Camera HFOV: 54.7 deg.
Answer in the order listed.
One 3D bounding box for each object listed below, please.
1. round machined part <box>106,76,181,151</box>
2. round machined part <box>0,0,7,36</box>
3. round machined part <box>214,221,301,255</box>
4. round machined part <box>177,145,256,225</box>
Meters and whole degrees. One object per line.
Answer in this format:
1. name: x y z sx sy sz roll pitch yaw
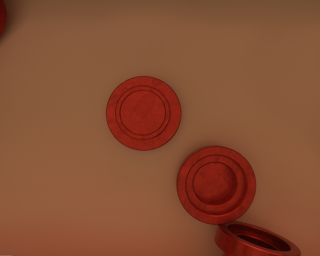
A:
1. round machined part: -0.021 -0.019 0.403 0.099 0.042 0.097 0 90 0
2. round machined part: -0.247 -0.147 0.380 0.098 0.098 0.042 -46 61 0
3. round machined part: 0.114 0.152 0.376 0.099 0.098 0.042 15 91 0
4. round machined part: 0.070 0.071 0.403 0.099 0.042 0.097 0 90 0
